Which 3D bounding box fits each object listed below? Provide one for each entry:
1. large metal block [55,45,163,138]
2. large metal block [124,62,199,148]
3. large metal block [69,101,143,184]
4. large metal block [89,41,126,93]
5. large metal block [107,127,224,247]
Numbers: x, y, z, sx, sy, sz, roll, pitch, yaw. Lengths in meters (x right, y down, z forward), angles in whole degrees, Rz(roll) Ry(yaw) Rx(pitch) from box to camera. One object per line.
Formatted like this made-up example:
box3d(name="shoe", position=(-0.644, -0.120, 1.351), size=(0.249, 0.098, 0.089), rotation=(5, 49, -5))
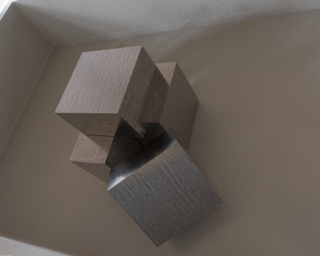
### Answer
box3d(name="large metal block", position=(-0.053, -0.038, 0.335), size=(0.080, 0.050, 0.080), rotation=(2, 63, 29))
box3d(name="large metal block", position=(0.004, -0.022, 0.379), size=(0.050, 0.080, 0.080), rotation=(1, 62, 28))
box3d(name="large metal block", position=(-0.054, 0.021, 0.384), size=(0.050, 0.080, 0.080), rotation=(1, 62, 28))
box3d(name="large metal block", position=(-0.062, -0.066, 0.432), size=(0.080, 0.080, 0.050), rotation=(-37, 86, 3))
box3d(name="large metal block", position=(0.004, 0.059, 0.320), size=(0.080, 0.080, 0.050), rotation=(-36, 16, 4))
